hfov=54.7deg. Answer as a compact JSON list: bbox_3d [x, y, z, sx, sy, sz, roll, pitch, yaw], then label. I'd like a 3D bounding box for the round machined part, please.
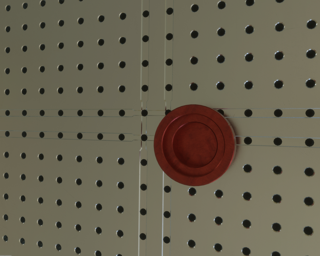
[{"bbox_3d":[0.046,0.020,0.387,0.098,0.042,0.097,0,90,19],"label":"round machined part"}]
